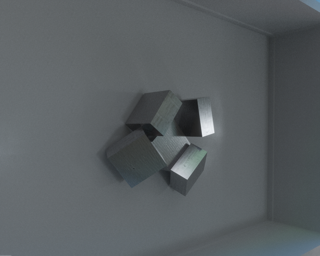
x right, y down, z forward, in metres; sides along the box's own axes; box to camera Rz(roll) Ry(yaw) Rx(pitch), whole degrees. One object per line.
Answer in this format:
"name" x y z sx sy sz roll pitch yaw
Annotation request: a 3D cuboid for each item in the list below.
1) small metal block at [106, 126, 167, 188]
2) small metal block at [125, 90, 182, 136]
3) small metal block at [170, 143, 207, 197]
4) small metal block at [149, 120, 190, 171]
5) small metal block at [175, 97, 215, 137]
"small metal block" -0.028 0.035 0.368 0.050 0.025 0.050 -33 115 0
"small metal block" -0.008 -0.018 0.383 0.025 0.050 0.050 44 63 -31
"small metal block" 0.039 0.057 0.422 0.050 0.025 0.050 -49 156 -29
"small metal block" 0.007 0.021 0.412 0.050 0.025 0.050 -50 120 -29
"small metal block" 0.044 -0.015 0.427 0.025 0.050 0.050 -15 100 -40
